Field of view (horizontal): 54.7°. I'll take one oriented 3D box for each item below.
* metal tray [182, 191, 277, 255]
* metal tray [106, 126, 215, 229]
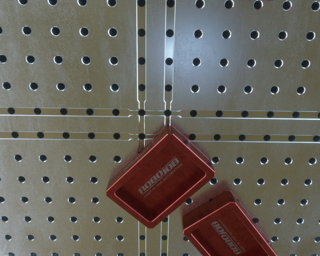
[{"bbox_3d":[0.106,0.169,0.474,0.090,0.030,0.130,-35,107,11],"label":"metal tray"},{"bbox_3d":[0.000,0.072,0.437,0.090,0.030,0.130,43,104,-15],"label":"metal tray"}]
